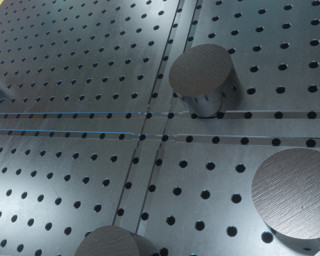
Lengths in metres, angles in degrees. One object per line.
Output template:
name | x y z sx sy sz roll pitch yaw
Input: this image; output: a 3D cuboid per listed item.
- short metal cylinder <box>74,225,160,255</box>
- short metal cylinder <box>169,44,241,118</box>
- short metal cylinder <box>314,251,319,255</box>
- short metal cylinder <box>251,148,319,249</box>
short metal cylinder | -0.045 0.148 0.324 0.080 0.050 0.080 -13 56 20
short metal cylinder | 0.058 -0.060 0.398 0.080 0.050 0.080 -13 56 20
short metal cylinder | 0.152 0.131 0.232 0.080 0.050 0.080 -13 56 20
short metal cylinder | 0.130 0.065 0.284 0.080 0.050 0.080 -13 56 20
